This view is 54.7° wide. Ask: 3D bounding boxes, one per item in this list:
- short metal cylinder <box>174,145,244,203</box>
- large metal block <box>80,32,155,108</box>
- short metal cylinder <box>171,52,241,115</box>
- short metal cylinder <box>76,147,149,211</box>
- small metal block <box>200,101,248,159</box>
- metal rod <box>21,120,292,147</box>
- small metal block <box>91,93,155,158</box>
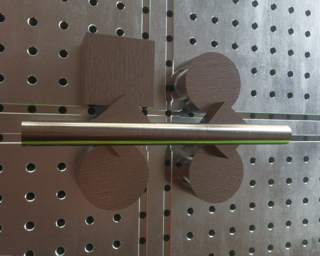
[{"bbox_3d":[0.066,0.057,0.424,0.081,0.050,0.080,0,90,-20],"label":"short metal cylinder"},{"bbox_3d":[-0.053,-0.065,0.379,0.081,0.050,0.080,1,90,-20],"label":"large metal block"},{"bbox_3d":[0.061,-0.058,0.422,0.081,0.050,0.080,0,90,-20],"label":"short metal cylinder"},{"bbox_3d":[-0.060,0.054,0.376,0.081,0.050,0.080,0,90,-20],"label":"short metal cylinder"},{"bbox_3d":[0.077,0.003,0.388,0.050,0.025,0.050,42,77,-15],"label":"small metal block"},{"bbox_3d":[0.015,0.006,0.338,0.302,0.025,0.025,1,90,-20],"label":"metal rod"},{"bbox_3d":[-0.043,-0.003,0.344,0.050,0.025,0.050,-42,103,-15],"label":"small metal block"}]
